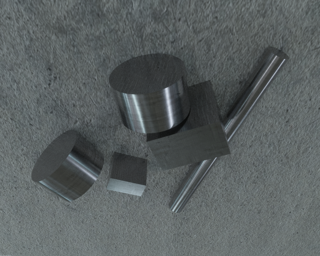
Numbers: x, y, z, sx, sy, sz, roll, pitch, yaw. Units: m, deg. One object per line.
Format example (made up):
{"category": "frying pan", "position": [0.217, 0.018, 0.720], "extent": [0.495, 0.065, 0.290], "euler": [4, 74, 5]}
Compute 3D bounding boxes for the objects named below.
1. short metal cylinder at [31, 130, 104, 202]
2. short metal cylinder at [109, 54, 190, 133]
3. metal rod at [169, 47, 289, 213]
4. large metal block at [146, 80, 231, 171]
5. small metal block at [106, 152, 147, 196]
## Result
{"category": "short metal cylinder", "position": [-0.122, 0.050, 0.412], "extent": [0.080, 0.080, 0.050], "euler": [-30, 124, 22]}
{"category": "short metal cylinder", "position": [-0.010, -0.039, 0.337], "extent": [0.080, 0.080, 0.050], "euler": [-7, 130, 6]}
{"category": "metal rod", "position": [0.078, 0.025, 0.428], "extent": [0.025, 0.025, 0.298], "euler": [16, 128, -13]}
{"category": "large metal block", "position": [0.032, -0.004, 0.368], "extent": [0.080, 0.080, 0.050], "euler": [-16, 128, 13]}
{"category": "small metal block", "position": [-0.047, 0.066, 0.446], "extent": [0.050, 0.050, 0.025], "euler": [15, 129, -12]}
